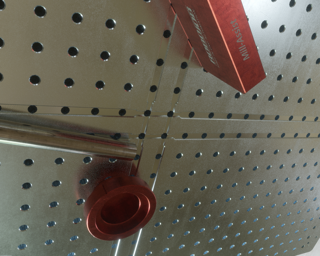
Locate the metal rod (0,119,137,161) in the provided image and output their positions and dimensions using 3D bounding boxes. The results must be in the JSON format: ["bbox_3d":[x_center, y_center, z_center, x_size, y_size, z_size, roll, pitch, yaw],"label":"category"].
[{"bbox_3d":[-0.160,0.004,0.326,0.302,0.025,0.025,12,112,-34],"label":"metal rod"}]

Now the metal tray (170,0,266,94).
[{"bbox_3d":[0.059,-0.106,0.335,0.030,0.090,0.130,-38,129,-3],"label":"metal tray"}]

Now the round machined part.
[{"bbox_3d":[-0.058,0.106,0.434,0.099,0.042,0.097,-14,124,-21],"label":"round machined part"}]
